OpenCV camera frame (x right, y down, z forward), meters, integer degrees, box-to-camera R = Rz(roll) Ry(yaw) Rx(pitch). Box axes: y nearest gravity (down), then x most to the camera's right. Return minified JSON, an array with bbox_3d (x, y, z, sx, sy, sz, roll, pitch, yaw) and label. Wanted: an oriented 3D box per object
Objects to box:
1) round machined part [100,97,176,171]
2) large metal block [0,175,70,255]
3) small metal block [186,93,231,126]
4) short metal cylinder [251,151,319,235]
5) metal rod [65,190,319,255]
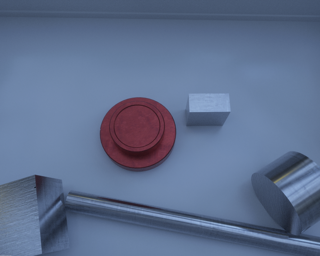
[{"bbox_3d":[-0.028,0.004,0.399,0.099,0.042,0.098,0,70,-1],"label":"round machined part"},{"bbox_3d":[-0.154,0.104,0.345,0.080,0.050,0.080,-17,70,11],"label":"large metal block"},{"bbox_3d":[0.061,-0.023,0.406,0.050,0.050,0.025,-1,70,-1],"label":"small metal block"},{"bbox_3d":[0.152,0.074,0.355,0.050,0.080,0.080,-29,73,-10],"label":"short metal cylinder"},{"bbox_3d":[0.038,0.114,0.368,0.302,0.025,0.025,10,70,3],"label":"metal rod"}]
